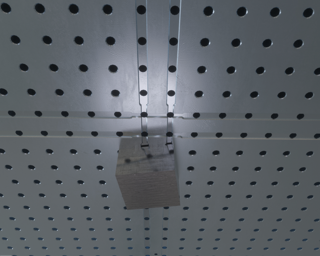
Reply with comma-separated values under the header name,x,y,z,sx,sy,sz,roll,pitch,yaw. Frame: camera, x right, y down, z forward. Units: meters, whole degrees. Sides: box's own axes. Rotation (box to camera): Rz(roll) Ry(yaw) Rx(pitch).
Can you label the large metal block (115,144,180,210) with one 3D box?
name,x,y,z,sx,sy,sz,roll,pitch,yaw
large metal block,-0.015,0.073,0.457,0.080,0.050,0.080,-6,130,5
